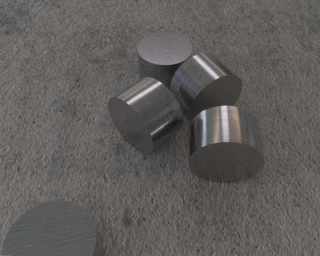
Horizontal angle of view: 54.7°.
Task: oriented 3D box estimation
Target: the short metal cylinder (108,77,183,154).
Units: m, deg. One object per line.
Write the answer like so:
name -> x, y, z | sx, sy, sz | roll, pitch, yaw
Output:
short metal cylinder -> -0.018, -0.015, 0.380 | 0.080, 0.080, 0.050 | 37, 59, 27

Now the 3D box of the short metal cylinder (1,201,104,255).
short metal cylinder -> -0.096, 0.116, 0.289 | 0.080, 0.050, 0.080 | 0, 50, 0

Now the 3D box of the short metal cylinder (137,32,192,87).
short metal cylinder -> 0.007, -0.102, 0.472 | 0.080, 0.050, 0.080 | 0, 50, 0

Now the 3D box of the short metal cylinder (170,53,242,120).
short metal cylinder -> 0.061, -0.052, 0.411 | 0.081, 0.080, 0.050 | -23, 54, -18

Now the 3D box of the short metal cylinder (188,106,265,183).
short metal cylinder -> 0.073, 0.020, 0.351 | 0.080, 0.080, 0.050 | 4, 50, 3
